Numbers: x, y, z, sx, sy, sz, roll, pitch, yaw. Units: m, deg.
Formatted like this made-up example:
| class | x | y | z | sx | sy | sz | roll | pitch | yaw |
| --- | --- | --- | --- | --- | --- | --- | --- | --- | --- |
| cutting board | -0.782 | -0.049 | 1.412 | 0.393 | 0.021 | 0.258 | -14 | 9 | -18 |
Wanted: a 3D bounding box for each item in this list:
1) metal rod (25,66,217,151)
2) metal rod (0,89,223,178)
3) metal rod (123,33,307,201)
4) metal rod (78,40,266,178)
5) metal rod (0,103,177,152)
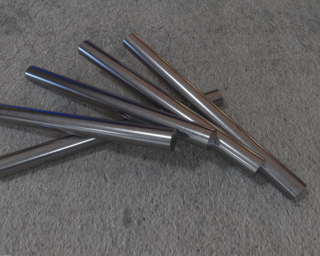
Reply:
| class | x | y | z | sx | sy | sz | roll | pitch | yaw |
| --- | --- | --- | --- | --- | --- | --- | --- | --- | --- |
| metal rod | -0.069 | -0.035 | 0.405 | 0.300 | 0.025 | 0.025 | 21 | 53 | 27 |
| metal rod | -0.056 | 0.003 | 0.400 | 0.302 | 0.025 | 0.025 | -18 | 53 | -15 |
| metal rod | 0.055 | -0.028 | 0.397 | 0.025 | 0.025 | 0.300 | -35 | 67 | -25 |
| metal rod | -0.001 | -0.037 | 0.400 | 0.300 | 0.025 | 0.025 | 37 | 59 | 24 |
| metal rod | -0.127 | -0.008 | 0.381 | 0.301 | 0.025 | 0.025 | 8 | 50 | 17 |
